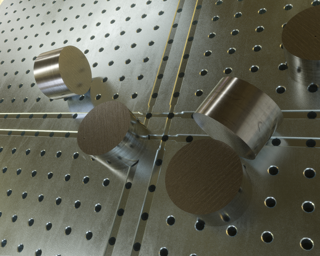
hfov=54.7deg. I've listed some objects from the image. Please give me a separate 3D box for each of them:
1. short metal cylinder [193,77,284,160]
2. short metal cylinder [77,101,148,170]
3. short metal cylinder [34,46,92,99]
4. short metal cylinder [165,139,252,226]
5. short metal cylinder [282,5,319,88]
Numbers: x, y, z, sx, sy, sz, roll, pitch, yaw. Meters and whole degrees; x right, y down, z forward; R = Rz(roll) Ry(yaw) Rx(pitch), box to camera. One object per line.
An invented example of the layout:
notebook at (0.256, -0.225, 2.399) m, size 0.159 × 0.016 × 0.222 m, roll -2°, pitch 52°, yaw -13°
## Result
short metal cylinder at (0.083, -0.010, 0.335) m, size 0.080 × 0.080 × 0.050 m, roll 33°, pitch 80°, yaw 38°
short metal cylinder at (-0.063, 0.010, 0.417) m, size 0.080 × 0.050 × 0.080 m, roll -13°, pitch 56°, yaw 21°
short metal cylinder at (-0.157, -0.090, 0.508) m, size 0.050 × 0.080 × 0.080 m, roll -7°, pitch 59°, yaw 24°
short metal cylinder at (0.052, 0.058, 0.328) m, size 0.080 × 0.050 × 0.080 m, roll -13°, pitch 56°, yaw 20°
short metal cylinder at (0.184, -0.093, 0.352) m, size 0.080 × 0.050 × 0.080 m, roll -13°, pitch 56°, yaw 20°
